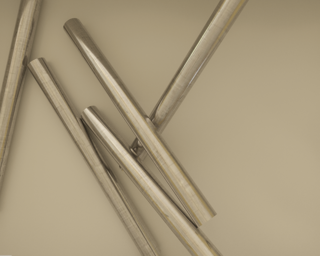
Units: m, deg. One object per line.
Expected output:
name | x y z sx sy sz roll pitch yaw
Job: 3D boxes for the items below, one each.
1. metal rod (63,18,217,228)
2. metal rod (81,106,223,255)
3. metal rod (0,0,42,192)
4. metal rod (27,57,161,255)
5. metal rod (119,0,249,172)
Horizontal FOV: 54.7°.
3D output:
metal rod | -0.033 -0.019 0.368 0.025 0.025 0.299 -35 73 0
metal rod | 0.000 0.080 0.352 0.025 0.025 0.300 -43 66 0
metal rod | -0.199 -0.032 0.408 0.025 0.025 0.298 12 90 -1
metal rod | -0.086 0.042 0.410 0.025 0.025 0.299 -31 90 0
metal rod | 0.031 -0.061 0.354 0.025 0.025 0.298 33 113 -1
